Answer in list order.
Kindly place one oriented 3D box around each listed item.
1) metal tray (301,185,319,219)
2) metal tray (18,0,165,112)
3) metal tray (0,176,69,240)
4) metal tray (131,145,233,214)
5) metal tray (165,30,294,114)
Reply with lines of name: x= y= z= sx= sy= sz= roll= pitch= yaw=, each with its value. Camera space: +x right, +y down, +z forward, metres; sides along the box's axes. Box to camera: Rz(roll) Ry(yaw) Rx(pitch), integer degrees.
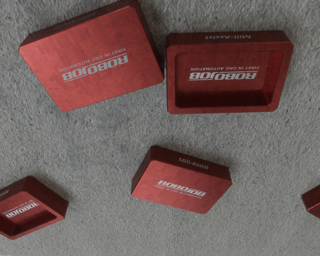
metal tray: x=0.311 y=0.106 z=0.498 sx=0.090 sy=0.030 sz=0.129 roll=30 pitch=124 yaw=-23
metal tray: x=-0.070 y=-0.076 z=0.339 sx=0.130 sy=0.030 sz=0.090 roll=-15 pitch=129 yaw=12
metal tray: x=-0.233 y=0.137 z=0.517 sx=0.130 sy=0.030 sz=0.090 roll=-26 pitch=126 yaw=20
metal tray: x=0.031 y=0.083 z=0.475 sx=0.131 sy=0.030 sz=0.089 roll=18 pitch=128 yaw=-15
metal tray: x=0.073 y=-0.061 z=0.352 sx=0.131 sy=0.030 sz=0.089 roll=-1 pitch=130 yaw=1
